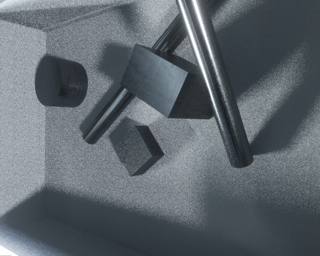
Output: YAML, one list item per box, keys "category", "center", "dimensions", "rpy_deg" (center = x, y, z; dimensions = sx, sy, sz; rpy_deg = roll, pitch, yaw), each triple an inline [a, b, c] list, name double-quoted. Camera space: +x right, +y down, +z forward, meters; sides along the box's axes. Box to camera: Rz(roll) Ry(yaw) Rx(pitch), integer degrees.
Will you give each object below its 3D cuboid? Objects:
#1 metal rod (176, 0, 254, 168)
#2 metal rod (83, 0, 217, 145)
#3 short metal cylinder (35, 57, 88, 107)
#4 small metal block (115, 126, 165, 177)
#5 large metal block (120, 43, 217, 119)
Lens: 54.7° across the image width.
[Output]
- category: "metal rod"
  center: [0.036, -0.093, 0.284]
  dimensions: [0.025, 0.025, 0.299]
  rpy_deg: [-5, 117, 39]
- category: "metal rod"
  center: [-0.022, -0.076, 0.422]
  dimensions: [0.299, 0.025, 0.025]
  rpy_deg: [-46, 63, 30]
- category: "short metal cylinder"
  center: [-0.168, -0.076, 0.526]
  dimensions: [0.080, 0.050, 0.079]
  rpy_deg: [0, 90, 39]
- category: "small metal block"
  center: [-0.029, 0.031, 0.429]
  dimensions: [0.050, 0.025, 0.050]
  rpy_deg: [-45, 64, 30]
- category: "large metal block"
  center: [0.016, -0.051, 0.356]
  dimensions: [0.080, 0.081, 0.050]
  rpy_deg: [37, 113, 33]
